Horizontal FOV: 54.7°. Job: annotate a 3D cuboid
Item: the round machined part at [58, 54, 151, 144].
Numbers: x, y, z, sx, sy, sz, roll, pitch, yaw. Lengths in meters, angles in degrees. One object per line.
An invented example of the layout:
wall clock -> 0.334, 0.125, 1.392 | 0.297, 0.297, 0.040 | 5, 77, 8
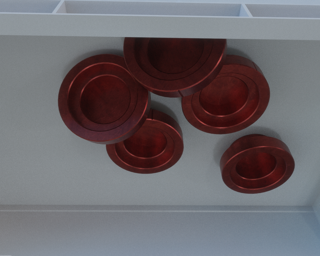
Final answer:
round machined part -> -0.059, -0.030, 0.348 | 0.099, 0.098, 0.042 | -7, 168, 5

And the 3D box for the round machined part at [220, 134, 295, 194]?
round machined part -> 0.134, 0.047, 0.440 | 0.099, 0.042, 0.097 | -1, 130, 0

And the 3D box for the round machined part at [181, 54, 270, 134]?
round machined part -> 0.073, -0.042, 0.363 | 0.099, 0.042, 0.097 | -1, 130, 0

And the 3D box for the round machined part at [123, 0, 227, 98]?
round machined part -> 0.017, -0.077, 0.309 | 0.098, 0.098, 0.042 | -15, 165, 11

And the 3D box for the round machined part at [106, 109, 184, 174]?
round machined part -> -0.019, 0.013, 0.409 | 0.099, 0.042, 0.097 | -1, 130, 0
